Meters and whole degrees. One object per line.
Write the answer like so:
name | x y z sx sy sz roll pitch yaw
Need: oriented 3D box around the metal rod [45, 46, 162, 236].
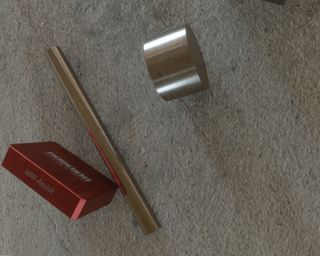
metal rod | -0.085 0.011 0.438 0.025 0.025 0.299 -34 79 17

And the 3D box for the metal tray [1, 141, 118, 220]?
metal tray | -0.132 0.065 0.420 0.130 0.090 0.030 31 100 17

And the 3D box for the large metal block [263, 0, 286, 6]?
large metal block | 0.120 -0.198 0.353 0.080 0.050 0.080 25 98 18

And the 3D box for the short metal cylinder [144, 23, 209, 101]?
short metal cylinder | 0.022 -0.077 0.372 0.050 0.080 0.080 -16 85 19
